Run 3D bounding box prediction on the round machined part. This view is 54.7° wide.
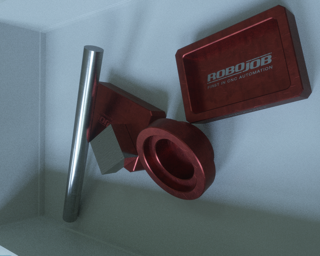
[{"bbox_3d":[0.023,0.031,0.358,0.098,0.042,0.097,28,137,30],"label":"round machined part"}]

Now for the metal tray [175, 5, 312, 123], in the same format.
[{"bbox_3d":[0.082,-0.061,0.334,0.130,0.030,0.090,-15,81,38],"label":"metal tray"}]

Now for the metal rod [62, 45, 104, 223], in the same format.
[{"bbox_3d":[-0.119,0.026,0.464,0.025,0.025,0.298,36,124,34],"label":"metal rod"}]

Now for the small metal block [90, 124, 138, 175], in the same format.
[{"bbox_3d":[-0.063,0.028,0.417,0.050,0.025,0.050,-37,68,33],"label":"small metal block"}]

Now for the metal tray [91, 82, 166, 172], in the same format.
[{"bbox_3d":[-0.059,-0.005,0.450,0.130,0.030,0.089,30,108,35],"label":"metal tray"}]
